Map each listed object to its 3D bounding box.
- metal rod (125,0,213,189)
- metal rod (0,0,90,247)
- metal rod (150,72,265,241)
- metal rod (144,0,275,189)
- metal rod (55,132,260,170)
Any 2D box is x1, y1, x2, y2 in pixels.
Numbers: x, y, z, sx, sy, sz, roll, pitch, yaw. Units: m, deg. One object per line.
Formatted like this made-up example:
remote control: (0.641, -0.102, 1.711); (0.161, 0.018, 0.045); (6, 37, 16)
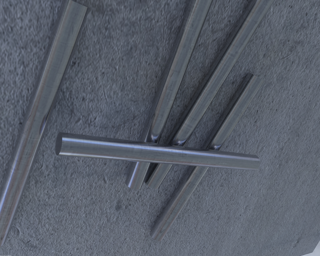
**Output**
metal rod: (0.012, -0.052, 0.380); (0.025, 0.025, 0.298); (7, 115, -32)
metal rod: (-0.140, 0.010, 0.335); (0.025, 0.025, 0.298); (14, 111, -34)
metal rod: (0.065, 0.053, 0.474); (0.025, 0.025, 0.298); (18, 109, -35)
metal rod: (0.060, -0.044, 0.411); (0.025, 0.025, 0.298); (19, 108, -36)
metal rod: (0.020, 0.035, 0.405); (0.302, 0.025, 0.025); (9, 114, -32)
